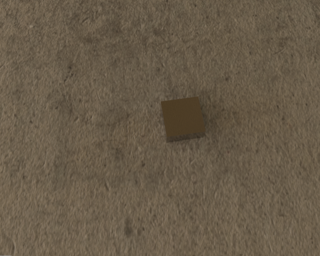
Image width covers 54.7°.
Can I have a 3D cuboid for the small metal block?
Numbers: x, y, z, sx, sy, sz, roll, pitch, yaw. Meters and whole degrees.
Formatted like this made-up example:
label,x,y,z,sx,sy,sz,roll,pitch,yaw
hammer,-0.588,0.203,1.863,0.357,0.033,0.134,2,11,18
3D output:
label,x,y,z,sx,sy,sz,roll,pitch,yaw
small metal block,0.030,-0.011,0.413,0.050,0.025,0.050,-8,70,-3
